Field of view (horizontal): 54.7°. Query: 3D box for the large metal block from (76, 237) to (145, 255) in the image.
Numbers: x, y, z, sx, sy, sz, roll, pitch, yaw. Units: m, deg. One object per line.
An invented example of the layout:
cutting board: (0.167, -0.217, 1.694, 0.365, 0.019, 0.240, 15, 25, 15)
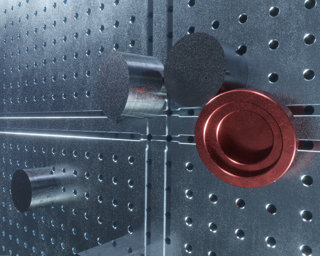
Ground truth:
large metal block: (-0.068, 0.209, 0.430, 0.050, 0.081, 0.079, 3, 92, 40)

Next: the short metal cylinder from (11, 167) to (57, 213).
short metal cylinder: (-0.241, 0.116, 0.593, 0.080, 0.050, 0.080, 0, 90, 40)

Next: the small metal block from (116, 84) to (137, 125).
small metal block: (-0.044, -0.038, 0.446, 0.050, 0.025, 0.050, -31, 71, 36)

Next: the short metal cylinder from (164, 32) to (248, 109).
short metal cylinder: (0.051, -0.062, 0.351, 0.080, 0.050, 0.080, 0, 90, 40)

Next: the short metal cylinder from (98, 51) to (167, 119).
short metal cylinder: (-0.036, -0.051, 0.378, 0.080, 0.050, 0.079, 2, 93, 54)

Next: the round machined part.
round machined part: (0.089, 0.008, 0.315, 0.098, 0.042, 0.097, 8, 106, 30)
